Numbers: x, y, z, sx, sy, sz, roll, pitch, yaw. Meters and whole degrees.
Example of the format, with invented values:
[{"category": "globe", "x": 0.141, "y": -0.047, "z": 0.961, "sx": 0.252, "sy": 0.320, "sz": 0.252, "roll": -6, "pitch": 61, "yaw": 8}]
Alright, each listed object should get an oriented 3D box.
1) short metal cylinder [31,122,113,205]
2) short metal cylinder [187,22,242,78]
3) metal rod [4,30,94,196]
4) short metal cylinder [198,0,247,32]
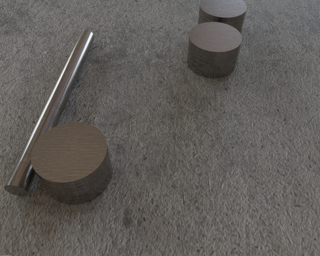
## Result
[{"category": "short metal cylinder", "x": -0.097, "y": 0.040, "z": 0.353, "sx": 0.081, "sy": 0.050, "sz": 0.080, "roll": 0, "pitch": 50, "yaw": 0}, {"category": "short metal cylinder", "x": 0.085, "y": -0.124, "z": 0.492, "sx": 0.081, "sy": 0.050, "sz": 0.080, "roll": 0, "pitch": 50, "yaw": 0}, {"category": "metal rod", "x": -0.143, "y": -0.045, "z": 0.439, "sx": 0.025, "sy": 0.025, "sz": 0.300, "roll": 5, "pitch": 50, "yaw": 4}, {"category": "short metal cylinder", "x": 0.109, "y": -0.196, "z": 0.552, "sx": 0.081, "sy": 0.050, "sz": 0.080, "roll": 0, "pitch": 50, "yaw": 0}]
